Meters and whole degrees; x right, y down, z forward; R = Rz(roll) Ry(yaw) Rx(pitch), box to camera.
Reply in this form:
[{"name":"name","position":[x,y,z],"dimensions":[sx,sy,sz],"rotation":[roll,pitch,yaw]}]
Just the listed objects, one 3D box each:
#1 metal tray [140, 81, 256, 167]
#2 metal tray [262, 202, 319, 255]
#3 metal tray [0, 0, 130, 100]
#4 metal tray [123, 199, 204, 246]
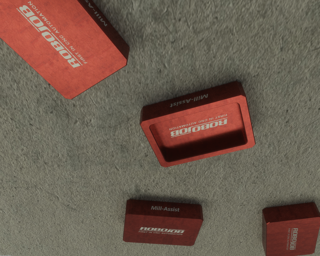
[{"name":"metal tray","position":[0.050,-0.001,0.403],"dimensions":[0.130,0.030,0.090],"rotation":[-15,129,12]},{"name":"metal tray","position":[0.238,0.191,0.569],"dimensions":[0.090,0.030,0.129],"rotation":[-10,130,8]},{"name":"metal tray","position":[-0.105,-0.100,0.318],"dimensions":[0.090,0.030,0.130],"rotation":[-27,125,21]},{"name":"metal tray","position":[0.003,0.169,0.548],"dimensions":[0.131,0.030,0.089],"rotation":[6,130,-5]}]
